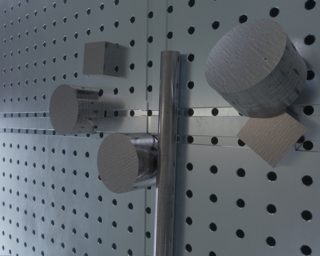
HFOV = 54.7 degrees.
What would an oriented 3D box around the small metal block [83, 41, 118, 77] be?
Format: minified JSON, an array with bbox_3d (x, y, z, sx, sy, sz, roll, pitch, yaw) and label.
[{"bbox_3d":[-0.094,-0.107,0.487,0.050,0.025,0.050,8,95,39],"label":"small metal block"}]

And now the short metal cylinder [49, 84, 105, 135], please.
[{"bbox_3d":[-0.136,-0.029,0.505,0.080,0.050,0.079,0,90,40],"label":"short metal cylinder"}]

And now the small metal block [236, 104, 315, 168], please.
[{"bbox_3d":[0.116,0.004,0.314,0.050,0.025,0.050,46,117,30],"label":"small metal block"}]

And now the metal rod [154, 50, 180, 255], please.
[{"bbox_3d":[0.008,0.052,0.402,0.025,0.025,0.298,4,92,40],"label":"metal rod"}]

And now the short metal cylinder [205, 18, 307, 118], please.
[{"bbox_3d":[0.091,-0.056,0.298,0.080,0.050,0.080,-25,49,32],"label":"short metal cylinder"}]

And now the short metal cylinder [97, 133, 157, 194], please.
[{"bbox_3d":[-0.041,0.046,0.427,0.080,0.050,0.079,0,90,40],"label":"short metal cylinder"}]
